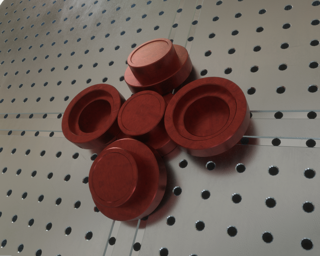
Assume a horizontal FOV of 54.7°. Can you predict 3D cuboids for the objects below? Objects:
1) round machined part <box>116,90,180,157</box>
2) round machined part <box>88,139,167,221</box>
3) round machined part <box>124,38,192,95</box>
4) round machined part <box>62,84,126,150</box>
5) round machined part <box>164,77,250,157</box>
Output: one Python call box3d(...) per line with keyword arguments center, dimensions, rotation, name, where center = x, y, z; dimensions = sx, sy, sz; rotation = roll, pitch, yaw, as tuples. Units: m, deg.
box3d(center=(-0.016, -0.011, 0.410), dimensions=(0.098, 0.042, 0.098), rotation=(-13, 56, 20), name="round machined part")
box3d(center=(-0.045, 0.060, 0.368), dimensions=(0.098, 0.042, 0.098), rotation=(-8, 73, 26), name="round machined part")
box3d(center=(-0.007, -0.091, 0.441), dimensions=(0.098, 0.042, 0.098), rotation=(-16, 41, 15), name="round machined part")
box3d(center=(-0.089, -0.013, 0.450), dimensions=(0.098, 0.042, 0.098), rotation=(-13, 56, 20), name="round machined part")
box3d(center=(0.058, -0.010, 0.371), dimensions=(0.098, 0.042, 0.098), rotation=(-13, 56, 20), name="round machined part")
